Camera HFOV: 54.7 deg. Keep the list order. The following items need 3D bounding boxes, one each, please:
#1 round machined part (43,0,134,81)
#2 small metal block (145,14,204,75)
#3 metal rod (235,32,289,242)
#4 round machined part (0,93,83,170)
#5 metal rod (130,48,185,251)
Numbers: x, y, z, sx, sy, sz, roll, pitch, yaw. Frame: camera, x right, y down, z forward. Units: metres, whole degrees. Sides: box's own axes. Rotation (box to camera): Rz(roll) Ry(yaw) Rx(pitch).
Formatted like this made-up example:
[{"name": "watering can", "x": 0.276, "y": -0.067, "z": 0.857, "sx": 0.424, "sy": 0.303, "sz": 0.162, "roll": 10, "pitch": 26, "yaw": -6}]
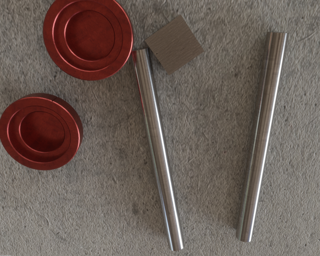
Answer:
[{"name": "round machined part", "x": -0.079, "y": -0.107, "z": 0.360, "sx": 0.099, "sy": 0.042, "sz": 0.097, "roll": 0, "pitch": 110, "yaw": 0}, {"name": "small metal block", "x": 0.017, "y": -0.100, "z": 0.373, "sx": 0.050, "sy": 0.025, "sz": 0.050, "roll": -33, "pitch": 107, "yaw": 11}, {"name": "metal rod", "x": 0.134, "y": 0.026, "z": 0.420, "sx": 0.025, "sy": 0.025, "sz": 0.298, "roll": 2, "pitch": 110, "yaw": -1}, {"name": "round machined part", "x": -0.148, "y": 0.002, "z": 0.400, "sx": 0.099, "sy": 0.042, "sz": 0.097, "roll": 0, "pitch": 110, "yaw": 0}, {"name": "metal rod", "x": 0.000, "y": 0.042, "z": 0.425, "sx": 0.025, "sy": 0.025, "sz": 0.298, "roll": -9, "pitch": 110, "yaw": 3}]
